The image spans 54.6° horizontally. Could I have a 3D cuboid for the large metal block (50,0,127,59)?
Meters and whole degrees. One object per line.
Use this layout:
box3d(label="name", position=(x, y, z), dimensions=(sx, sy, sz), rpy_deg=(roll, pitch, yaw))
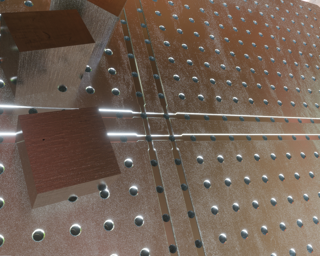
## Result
box3d(label="large metal block", position=(-0.098, -0.152, 0.413), dimensions=(0.080, 0.080, 0.050), rpy_deg=(25, 53, -13))

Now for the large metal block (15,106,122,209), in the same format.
box3d(label="large metal block", position=(-0.097, 0.029, 0.322), dimensions=(0.081, 0.050, 0.080), rpy_deg=(-10, 67, -32))

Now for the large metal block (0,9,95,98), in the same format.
box3d(label="large metal block", position=(-0.131, -0.085, 0.354), dimensions=(0.081, 0.080, 0.050), rpy_deg=(-19, 72, -35))
